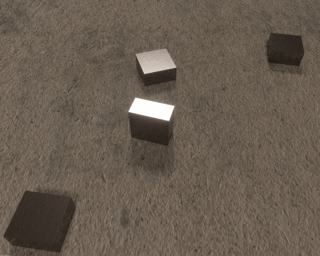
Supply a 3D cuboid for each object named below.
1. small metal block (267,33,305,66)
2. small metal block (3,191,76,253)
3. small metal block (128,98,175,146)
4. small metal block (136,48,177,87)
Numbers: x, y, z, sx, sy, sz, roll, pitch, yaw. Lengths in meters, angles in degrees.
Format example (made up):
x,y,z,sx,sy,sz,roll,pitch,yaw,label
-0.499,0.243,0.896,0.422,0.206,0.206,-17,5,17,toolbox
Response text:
x,y,z,sx,sy,sz,roll,pitch,yaw,label
0.208,-0.132,0.517,0.050,0.025,0.050,9,50,6,small metal block
-0.122,0.096,0.321,0.050,0.025,0.050,7,50,5,small metal block
-0.010,-0.007,0.393,0.050,0.050,0.025,13,51,10,small metal block
-0.007,-0.095,0.483,0.050,0.025,0.050,-14,52,-12,small metal block
